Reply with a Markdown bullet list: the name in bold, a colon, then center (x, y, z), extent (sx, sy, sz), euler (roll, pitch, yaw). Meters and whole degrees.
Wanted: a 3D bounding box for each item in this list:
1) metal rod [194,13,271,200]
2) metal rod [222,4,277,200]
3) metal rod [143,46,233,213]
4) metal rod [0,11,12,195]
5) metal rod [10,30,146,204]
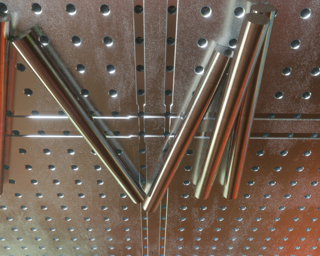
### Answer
- **metal rod**: center (0.080, 0.001, 0.398), extent (0.025, 0.025, 0.298), euler (3, 135, -3)
- **metal rod**: center (0.109, -0.007, 0.407), extent (0.025, 0.025, 0.298), euler (-2, 130, 1)
- **metal rod**: center (0.028, 0.024, 0.432), extent (0.025, 0.025, 0.298), euler (13, 129, -12)
- **metal rod**: center (-0.214, -0.006, 0.403), extent (0.025, 0.025, 0.298), euler (15, 129, -13)
- **metal rod**: center (-0.091, 0.008, 0.417), extent (0.025, 0.025, 0.299), euler (-18, 128, 14)
